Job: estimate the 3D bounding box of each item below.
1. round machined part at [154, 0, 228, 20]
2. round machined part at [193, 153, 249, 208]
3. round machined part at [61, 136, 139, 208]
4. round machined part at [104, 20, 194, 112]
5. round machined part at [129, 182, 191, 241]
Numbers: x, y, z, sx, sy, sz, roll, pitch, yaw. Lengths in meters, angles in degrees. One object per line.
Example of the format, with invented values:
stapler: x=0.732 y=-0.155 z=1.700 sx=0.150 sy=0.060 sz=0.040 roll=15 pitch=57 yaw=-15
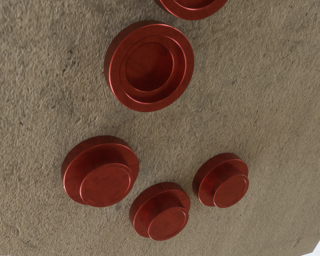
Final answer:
round machined part: x=0.029 y=-0.163 z=0.311 sx=0.099 sy=0.042 sz=0.097 roll=-14 pitch=124 yaw=-21
round machined part: x=0.107 y=0.093 z=0.511 sx=0.099 sy=0.042 sz=0.097 roll=-14 pitch=124 yaw=-21
round machined part: x=-0.072 y=0.062 z=0.395 sx=0.099 sy=0.042 sz=0.097 roll=-14 pitch=124 yaw=-21
round machined part: x=-0.015 y=-0.070 z=0.344 sx=0.099 sy=0.042 sz=0.097 roll=-14 pitch=124 yaw=-21
round machined part: x=0.005 y=0.136 z=0.482 sx=0.099 sy=0.042 sz=0.097 roll=-14 pitch=124 yaw=-21
